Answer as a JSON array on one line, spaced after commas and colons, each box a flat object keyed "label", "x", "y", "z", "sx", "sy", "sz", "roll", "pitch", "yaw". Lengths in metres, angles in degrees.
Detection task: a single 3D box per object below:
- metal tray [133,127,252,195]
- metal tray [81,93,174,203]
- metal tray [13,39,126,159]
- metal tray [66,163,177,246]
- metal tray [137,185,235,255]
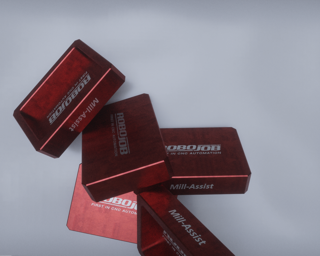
[{"label": "metal tray", "x": 0.035, "y": 0.038, "z": 0.379, "sx": 0.131, "sy": 0.090, "sz": 0.030, "roll": -1, "pitch": 127, "yaw": 0}, {"label": "metal tray", "x": -0.043, "y": 0.016, "z": 0.363, "sx": 0.090, "sy": 0.130, "sz": 0.030, "roll": -17, "pitch": 129, "yaw": 0}, {"label": "metal tray", "x": -0.115, "y": -0.039, "z": 0.383, "sx": 0.130, "sy": 0.030, "sz": 0.090, "roll": -49, "pitch": 53, "yaw": 0}, {"label": "metal tray", "x": -0.047, "y": 0.098, "z": 0.408, "sx": 0.131, "sy": 0.030, "sz": 0.089, "roll": 12, "pitch": 90, "yaw": 0}, {"label": "metal tray", "x": 0.023, "y": 0.128, "z": 0.304, "sx": 0.030, "sy": 0.130, "sz": 0.089, "roll": -17, "pitch": 124, "yaw": -30}]
